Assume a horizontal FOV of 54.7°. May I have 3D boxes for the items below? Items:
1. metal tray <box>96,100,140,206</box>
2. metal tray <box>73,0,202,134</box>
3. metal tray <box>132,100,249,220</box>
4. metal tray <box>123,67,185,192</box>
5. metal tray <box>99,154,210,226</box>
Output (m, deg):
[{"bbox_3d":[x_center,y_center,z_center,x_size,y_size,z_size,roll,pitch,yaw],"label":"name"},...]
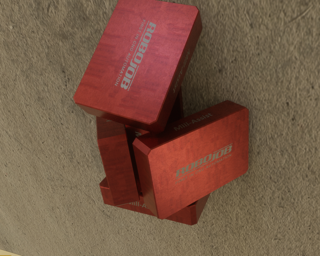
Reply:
[{"bbox_3d":[-0.055,0.021,0.386,0.030,0.130,0.089,-12,118,-7],"label":"metal tray"},{"bbox_3d":[-0.020,-0.068,0.316,0.090,0.130,0.030,16,166,18],"label":"metal tray"},{"bbox_3d":[0.040,0.032,0.341,0.030,0.131,0.089,33,138,51],"label":"metal tray"},{"bbox_3d":[-0.001,0.003,0.367,0.030,0.090,0.129,7,122,24],"label":"metal tray"},{"bbox_3d":[-0.001,0.072,0.410,0.130,0.090,0.030,7,121,24],"label":"metal tray"}]
